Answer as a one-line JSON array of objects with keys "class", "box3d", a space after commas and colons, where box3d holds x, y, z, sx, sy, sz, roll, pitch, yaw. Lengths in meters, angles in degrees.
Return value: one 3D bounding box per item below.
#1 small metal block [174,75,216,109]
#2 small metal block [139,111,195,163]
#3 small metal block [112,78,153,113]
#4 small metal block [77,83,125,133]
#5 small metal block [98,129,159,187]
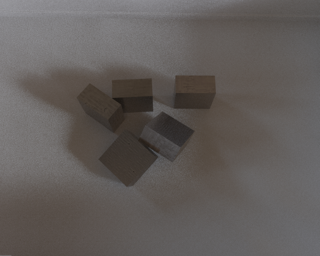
[{"class": "small metal block", "box3d": [0.045, -0.047, 0.414, 0.050, 0.050, 0.025, 0, 70, 0]}, {"class": "small metal block", "box3d": [0.009, 0.010, 0.392, 0.050, 0.025, 0.050, 32, 32, 10]}, {"class": "small metal block", "box3d": [-0.035, -0.042, 0.411, 0.050, 0.050, 0.025, -3, 70, -2]}, {"class": "small metal block", "box3d": [-0.075, -0.025, 0.405, 0.050, 0.050, 0.025, 34, 74, 11]}, {"class": "small metal block", "box3d": [-0.039, 0.038, 0.389, 0.050, 0.025, 0.050, 42, 91, 13]}]
